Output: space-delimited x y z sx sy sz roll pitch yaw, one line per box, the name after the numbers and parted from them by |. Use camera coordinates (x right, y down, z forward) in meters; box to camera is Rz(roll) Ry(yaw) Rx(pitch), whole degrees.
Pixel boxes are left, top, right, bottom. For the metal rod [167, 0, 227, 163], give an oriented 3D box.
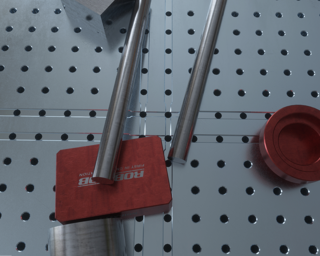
0.061 -0.094 0.446 0.025 0.025 0.299 15 70 5 | metal rod

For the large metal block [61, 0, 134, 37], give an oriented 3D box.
-0.093 -0.200 0.470 0.080 0.050 0.080 33 73 11 | large metal block

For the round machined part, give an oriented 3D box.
0.176 0.023 0.397 0.099 0.042 0.098 0 70 -1 | round machined part

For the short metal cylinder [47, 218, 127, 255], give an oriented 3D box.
-0.078 0.129 0.334 0.081 0.080 0.050 -9 71 -4 | short metal cylinder

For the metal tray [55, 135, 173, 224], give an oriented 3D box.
-0.056 0.063 0.376 0.131 0.030 0.090 -8 59 -4 | metal tray

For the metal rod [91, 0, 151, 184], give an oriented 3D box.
-0.045 -0.072 0.416 0.025 0.025 0.299 7 62 2 | metal rod
